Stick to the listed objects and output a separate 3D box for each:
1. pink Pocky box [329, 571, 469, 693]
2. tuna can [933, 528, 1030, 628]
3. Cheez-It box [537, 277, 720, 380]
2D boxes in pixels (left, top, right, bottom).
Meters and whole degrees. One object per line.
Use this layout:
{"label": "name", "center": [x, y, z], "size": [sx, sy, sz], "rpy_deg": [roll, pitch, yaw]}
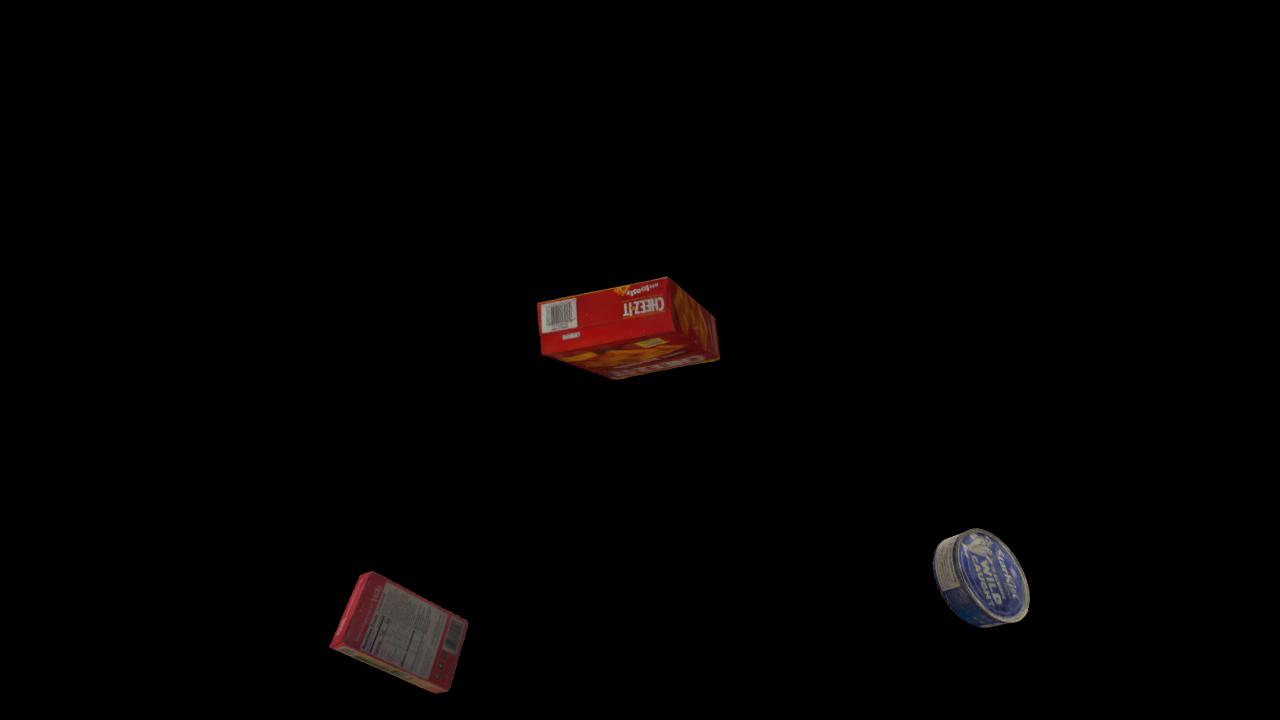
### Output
{"label": "pink Pocky box", "center": [-0.276, 0.321, 0.721], "size": [0.029, 0.084, 0.155], "rpy_deg": [-25, -53, 27]}
{"label": "tuna can", "center": [0.317, 0.203, 0.573], "size": [0.084, 0.084, 0.034], "rpy_deg": [0, -31, -27]}
{"label": "Cheez-It box", "center": [-0.004, -0.032, 0.779], "size": [0.166, 0.071, 0.223], "rpy_deg": [-10, -12, 18]}
